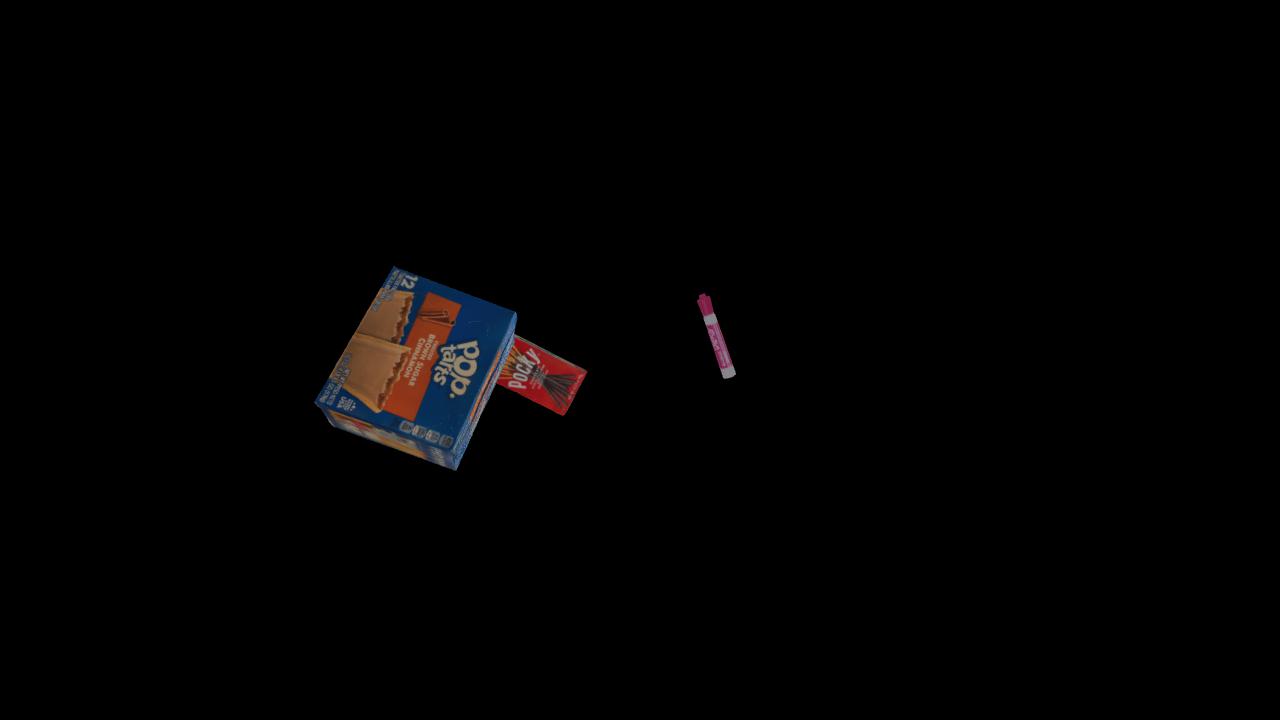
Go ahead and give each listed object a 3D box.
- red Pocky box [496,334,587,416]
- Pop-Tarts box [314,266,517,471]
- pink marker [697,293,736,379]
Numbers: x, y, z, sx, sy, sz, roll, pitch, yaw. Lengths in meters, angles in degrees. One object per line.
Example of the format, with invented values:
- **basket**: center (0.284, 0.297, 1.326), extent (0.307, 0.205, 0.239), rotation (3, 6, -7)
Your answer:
- **red Pocky box**: center (-0.171, 0.020, 0.986), extent (0.155, 0.083, 0.028), rotation (27, 11, -3)
- **Pop-Tarts box**: center (-0.229, 0.009, 0.655), extent (0.141, 0.167, 0.083), rotation (21, -25, -4)
- **pink marker**: center (0.104, -0.033, 0.840), extent (0.020, 0.121, 0.020), rotation (-20, 12, 4)
